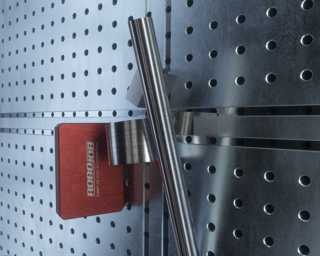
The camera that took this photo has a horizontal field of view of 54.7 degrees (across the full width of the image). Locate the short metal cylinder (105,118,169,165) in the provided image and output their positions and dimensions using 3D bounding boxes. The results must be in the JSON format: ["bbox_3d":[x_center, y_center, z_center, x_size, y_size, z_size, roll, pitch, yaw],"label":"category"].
[{"bbox_3d":[-0.027,0.018,0.394,0.080,0.081,0.050,-10,84,39],"label":"short metal cylinder"}]

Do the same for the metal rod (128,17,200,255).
[{"bbox_3d":[0.010,0.034,0.343,0.025,0.025,0.298,-1,107,40],"label":"metal rod"}]

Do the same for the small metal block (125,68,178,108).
[{"bbox_3d":[-0.011,-0.053,0.400,0.025,0.050,0.050,38,113,33],"label":"small metal block"}]

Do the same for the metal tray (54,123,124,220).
[{"bbox_3d":[-0.101,0.058,0.444,0.030,0.091,0.129,-3,88,61],"label":"metal tray"}]

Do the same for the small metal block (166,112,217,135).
[{"bbox_3d":[0.032,-0.005,0.365,0.050,0.050,0.025,0,90,39],"label":"small metal block"}]
